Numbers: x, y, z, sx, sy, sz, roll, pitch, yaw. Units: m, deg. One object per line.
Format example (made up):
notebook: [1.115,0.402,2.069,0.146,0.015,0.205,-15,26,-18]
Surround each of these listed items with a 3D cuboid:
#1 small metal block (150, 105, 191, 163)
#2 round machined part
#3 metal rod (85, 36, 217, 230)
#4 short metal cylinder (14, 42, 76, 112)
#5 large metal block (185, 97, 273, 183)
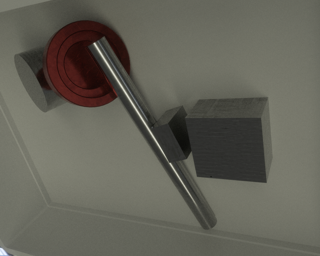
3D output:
small metal block: [0.020,0.007,0.385,0.025,0.050,0.050,-17,110,33]
round machined part: [-0.089,-0.074,0.370,0.042,0.099,0.098,12,129,58]
metal rod: [0.000,0.023,0.397,0.025,0.025,0.299,-15,118,34]
short metal cylinder: [-0.146,-0.067,0.407,0.080,0.050,0.079,36,144,33]
large metal block: [0.082,0.012,0.356,0.080,0.050,0.080,1,119,27]
